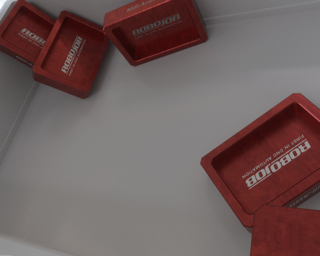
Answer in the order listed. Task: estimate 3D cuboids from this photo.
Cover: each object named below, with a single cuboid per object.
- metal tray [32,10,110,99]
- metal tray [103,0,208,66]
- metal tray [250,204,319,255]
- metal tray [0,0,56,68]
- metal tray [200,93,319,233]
[{"bbox_3d":[-0.143,-0.123,0.517,0.030,0.091,0.130,139,149,-61],"label":"metal tray"},{"bbox_3d":[-0.005,-0.148,0.457,0.130,0.090,0.030,-15,56,20],"label":"metal tray"},{"bbox_3d":[0.108,0.089,0.140,0.130,0.030,0.090,0,62,28],"label":"metal tray"},{"bbox_3d":[-0.204,-0.147,0.537,0.030,0.131,0.090,-16,49,58],"label":"metal tray"},{"bbox_3d":[0.119,0.034,0.319,0.130,0.030,0.090,-36,51,4],"label":"metal tray"}]
